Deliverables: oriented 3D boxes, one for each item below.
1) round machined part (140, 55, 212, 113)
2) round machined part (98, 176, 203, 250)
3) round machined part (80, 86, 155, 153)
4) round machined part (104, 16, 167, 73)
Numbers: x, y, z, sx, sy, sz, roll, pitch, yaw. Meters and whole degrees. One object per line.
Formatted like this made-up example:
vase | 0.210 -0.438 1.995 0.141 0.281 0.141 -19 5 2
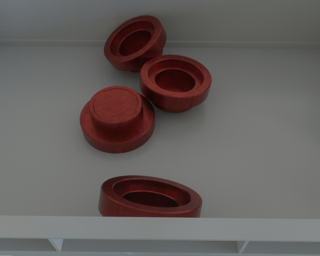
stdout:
round machined part | 0.020 -0.059 0.439 0.099 0.042 0.098 4 46 -3
round machined part | -0.011 0.082 0.303 0.099 0.042 0.098 9 7 -1
round machined part | -0.056 -0.018 0.409 0.099 0.042 0.098 0 50 0
round machined part | -0.034 -0.126 0.484 0.098 0.042 0.098 -14 53 19
